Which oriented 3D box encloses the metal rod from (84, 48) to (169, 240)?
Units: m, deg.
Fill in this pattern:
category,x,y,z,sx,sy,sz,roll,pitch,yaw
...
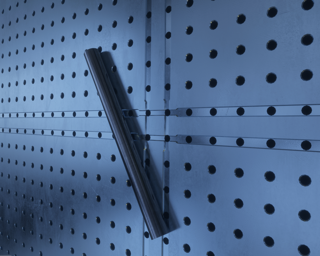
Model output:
category,x,y,z,sx,sy,sz,roll,pitch,yaw
metal rod,-0.055,0.011,0.451,0.025,0.025,0.299,-35,69,34
